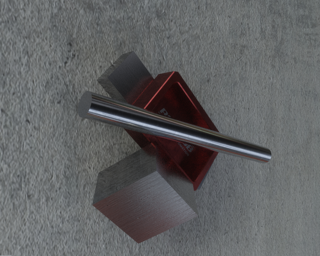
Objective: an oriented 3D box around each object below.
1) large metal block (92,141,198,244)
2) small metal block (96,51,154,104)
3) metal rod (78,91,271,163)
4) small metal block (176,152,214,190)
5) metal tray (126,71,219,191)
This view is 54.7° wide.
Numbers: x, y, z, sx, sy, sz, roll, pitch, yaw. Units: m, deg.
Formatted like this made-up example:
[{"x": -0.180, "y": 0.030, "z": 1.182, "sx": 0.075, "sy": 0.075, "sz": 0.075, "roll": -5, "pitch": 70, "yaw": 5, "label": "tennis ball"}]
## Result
[{"x": -0.015, "y": 0.074, "z": 0.349, "sx": 0.080, "sy": 0.080, "sz": 0.050, "roll": 51, "pitch": 18, "yaw": -28, "label": "large metal block"}, {"x": -0.039, "y": -0.056, "z": 0.375, "sx": 0.050, "sy": 0.025, "sz": 0.050, "roll": 52, "pitch": 59, "yaw": -28, "label": "small metal block"}, {"x": 0.045, "y": 0.010, "z": 0.374, "sx": 0.302, "sy": 0.025, "sz": 0.025, "roll": 16, "pitch": 80, "yaw": -39, "label": "metal rod"}, {"x": 0.045, "y": 0.053, "z": 0.446, "sx": 0.050, "sy": 0.025, "sz": 0.050, "roll": 46, "pitch": 62, "yaw": -31, "label": "small metal block"}, {"x": 0.022, "y": 0.006, "z": 0.390, "sx": 0.130, "sy": 0.030, "sz": 0.090, "roll": 51, "pitch": 60, "yaw": -28, "label": "metal tray"}]
